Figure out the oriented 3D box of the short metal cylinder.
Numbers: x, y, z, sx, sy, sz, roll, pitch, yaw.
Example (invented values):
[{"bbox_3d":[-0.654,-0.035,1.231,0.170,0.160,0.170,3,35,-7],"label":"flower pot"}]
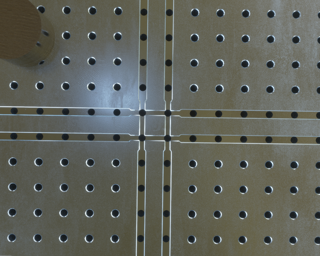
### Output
[{"bbox_3d":[-0.184,-0.123,0.398,0.081,0.050,0.079,0,90,-1],"label":"short metal cylinder"}]
